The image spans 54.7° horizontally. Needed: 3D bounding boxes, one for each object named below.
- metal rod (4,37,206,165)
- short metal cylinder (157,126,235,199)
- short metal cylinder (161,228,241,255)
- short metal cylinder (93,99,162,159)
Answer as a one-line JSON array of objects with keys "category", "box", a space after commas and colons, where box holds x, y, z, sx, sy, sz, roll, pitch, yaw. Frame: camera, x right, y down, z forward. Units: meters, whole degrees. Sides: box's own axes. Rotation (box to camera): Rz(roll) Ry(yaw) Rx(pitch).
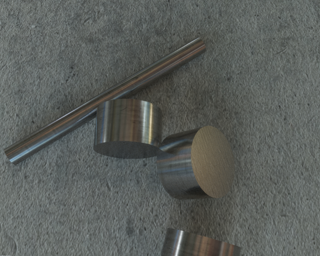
[{"category": "metal rod", "box": [-0.065, -0.042, 0.423, 0.301, 0.025, 0.025, -32, 73, -11]}, {"category": "short metal cylinder", "box": [0.043, 0.041, 0.358, 0.081, 0.050, 0.080, 15, 68, -42]}, {"category": "short metal cylinder", "box": [0.041, 0.142, 0.328, 0.080, 0.080, 0.050, 14, 71, 5]}, {"category": "short metal cylinder", "box": [-0.038, 0.004, 0.377, 0.080, 0.080, 0.050, 1, 70, 0]}]
